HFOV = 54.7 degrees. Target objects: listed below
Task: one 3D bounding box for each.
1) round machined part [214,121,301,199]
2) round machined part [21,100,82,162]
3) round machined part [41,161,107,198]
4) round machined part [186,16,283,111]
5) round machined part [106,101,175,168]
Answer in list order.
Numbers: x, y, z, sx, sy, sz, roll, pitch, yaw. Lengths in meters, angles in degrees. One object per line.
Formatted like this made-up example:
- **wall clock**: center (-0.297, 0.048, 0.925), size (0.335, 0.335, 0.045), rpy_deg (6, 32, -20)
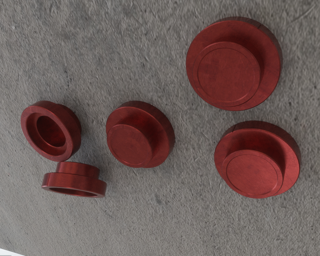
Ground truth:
- **round machined part**: center (0.111, 0.044, 0.364), size (0.098, 0.042, 0.097), rpy_deg (13, 124, 21)
- **round machined part**: center (-0.163, 0.001, 0.483), size (0.098, 0.042, 0.097), rpy_deg (13, 124, 21)
- **round machined part**: center (-0.134, 0.082, 0.496), size (0.099, 0.042, 0.098), rpy_deg (6, 160, 2)
- **round machined part**: center (0.072, -0.061, 0.320), size (0.098, 0.042, 0.097), rpy_deg (13, 124, 21)
- **round machined part**: center (-0.033, 0.016, 0.423), size (0.098, 0.042, 0.097), rpy_deg (13, 124, 21)
